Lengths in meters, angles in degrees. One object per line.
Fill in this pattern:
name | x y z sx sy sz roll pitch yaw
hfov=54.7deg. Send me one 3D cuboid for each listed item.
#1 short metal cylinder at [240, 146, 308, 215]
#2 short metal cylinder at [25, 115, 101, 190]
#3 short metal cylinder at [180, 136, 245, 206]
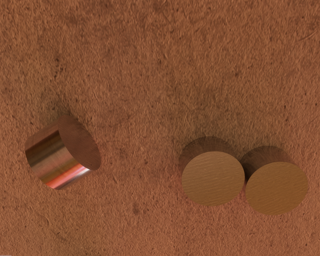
short metal cylinder | 0.151 0.071 0.424 0.081 0.050 0.079 0 110 0
short metal cylinder | -0.120 0.030 0.390 0.050 0.080 0.080 -32 107 11
short metal cylinder | 0.068 0.057 0.418 0.081 0.050 0.079 0 110 0
